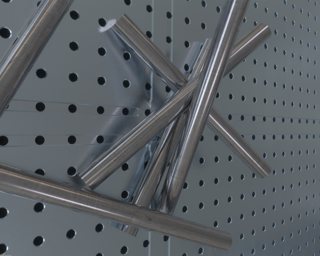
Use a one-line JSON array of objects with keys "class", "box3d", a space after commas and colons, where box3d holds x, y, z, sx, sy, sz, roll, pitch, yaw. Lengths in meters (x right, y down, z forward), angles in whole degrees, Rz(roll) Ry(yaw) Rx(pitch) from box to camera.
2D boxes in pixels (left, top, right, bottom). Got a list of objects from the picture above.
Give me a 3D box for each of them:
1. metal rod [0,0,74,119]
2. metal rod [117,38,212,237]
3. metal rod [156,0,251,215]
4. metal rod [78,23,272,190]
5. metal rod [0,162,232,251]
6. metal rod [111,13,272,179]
[{"class": "metal rod", "box3d": [-0.150, -0.026, 0.282, 0.025, 0.025, 0.300, 36, 68, -34]}, {"class": "metal rod", "box3d": [0.020, -0.001, 0.424, 0.025, 0.025, 0.300, 39, 66, -33]}, {"class": "metal rod", "box3d": [0.046, -0.020, 0.365, 0.025, 0.025, 0.298, 0, 116, -40]}, {"class": "metal rod", "box3d": [0.028, -0.035, 0.378, 0.301, 0.025, 0.025, -41, 116, -14]}, {"class": "metal rod", "box3d": [-0.032, 0.098, 0.351, 0.301, 0.025, 0.025, 25, 74, -28]}, {"class": "metal rod", "box3d": [0.054, -0.031, 0.417, 0.300, 0.025, 0.025, 43, 64, -20]}]
